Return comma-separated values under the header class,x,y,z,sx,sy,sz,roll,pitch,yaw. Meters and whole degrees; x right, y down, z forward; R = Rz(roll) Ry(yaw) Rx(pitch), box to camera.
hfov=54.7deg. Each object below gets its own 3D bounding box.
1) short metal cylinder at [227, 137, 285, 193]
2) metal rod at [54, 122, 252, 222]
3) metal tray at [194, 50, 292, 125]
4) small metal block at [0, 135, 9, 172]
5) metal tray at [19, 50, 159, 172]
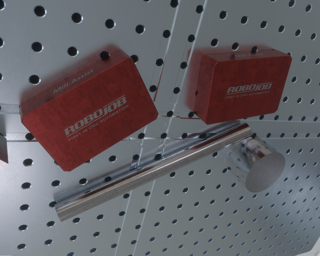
class,x,y,z,sx,sy,sz,roll,pitch,yaw
short metal cylinder,0.161,0.061,0.522,0.081,0.050,0.079,-14,124,-21
metal rod,0.001,0.057,0.447,0.302,0.025,0.025,-22,127,-15
metal tray,0.116,-0.059,0.436,0.131,0.030,0.089,-10,123,-23
small metal block,-0.182,0.019,0.307,0.025,0.050,0.050,-44,129,2
metal tray,-0.076,-0.018,0.355,0.131,0.030,0.090,-32,129,-8
